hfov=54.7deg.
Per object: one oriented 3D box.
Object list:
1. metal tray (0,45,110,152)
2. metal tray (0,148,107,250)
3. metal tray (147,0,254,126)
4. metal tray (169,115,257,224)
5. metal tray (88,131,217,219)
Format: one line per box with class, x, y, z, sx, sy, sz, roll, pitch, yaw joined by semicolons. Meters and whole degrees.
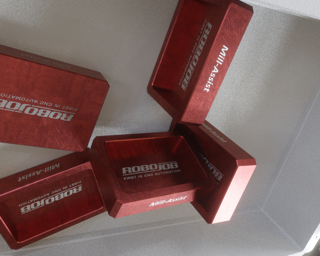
metal tray;-0.129;-0.027;0.318;0.131;0.030;0.089;11;113;-33
metal tray;-0.134;0.088;0.385;0.131;0.030;0.089;-20;126;-16
metal tray;0.036;-0.079;0.337;0.030;0.090;0.129;8;114;-32
metal tray;0.052;0.044;0.395;0.030;0.130;0.089;2;118;-34
metal tray;-0.008;0.048;0.367;0.131;0.090;0.030;-3;138;-32
